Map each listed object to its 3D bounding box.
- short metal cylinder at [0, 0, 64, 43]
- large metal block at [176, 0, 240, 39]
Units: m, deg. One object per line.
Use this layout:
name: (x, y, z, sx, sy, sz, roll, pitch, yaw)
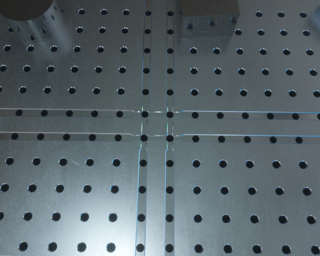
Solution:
short metal cylinder: (-0.191, -0.175, 0.461, 0.081, 0.050, 0.080, 0, 70, 0)
large metal block: (0.068, -0.185, 0.466, 0.081, 0.050, 0.080, -4, 70, -2)
